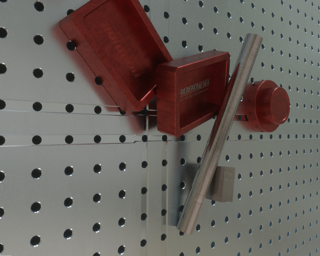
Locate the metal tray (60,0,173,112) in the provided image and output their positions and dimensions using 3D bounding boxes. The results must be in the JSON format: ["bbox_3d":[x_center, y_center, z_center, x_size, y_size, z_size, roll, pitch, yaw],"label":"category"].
[{"bbox_3d":[-0.042,-0.095,0.371,0.090,0.030,0.130,-49,119,-29],"label":"metal tray"}]

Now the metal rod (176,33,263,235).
[{"bbox_3d":[0.087,0.007,0.448,0.025,0.025,0.299,22,87,-38],"label":"metal rod"}]

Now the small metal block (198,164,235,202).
[{"bbox_3d":[0.083,0.081,0.465,0.025,0.050,0.050,9,84,-40],"label":"small metal block"}]

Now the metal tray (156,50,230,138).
[{"bbox_3d":[0.049,-0.051,0.422,0.131,0.030,0.089,-26,124,-44],"label":"metal tray"}]

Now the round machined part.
[{"bbox_3d":[0.204,-0.040,0.573,0.099,0.042,0.097,0,90,-40],"label":"round machined part"}]
